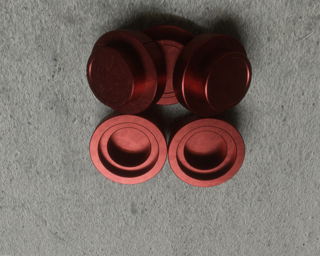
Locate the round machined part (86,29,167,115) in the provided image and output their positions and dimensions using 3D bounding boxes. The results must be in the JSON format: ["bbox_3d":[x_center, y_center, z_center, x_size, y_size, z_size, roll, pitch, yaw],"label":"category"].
[{"bbox_3d":[-0.045,-0.061,0.353,0.098,0.042,0.097,14,118,30],"label":"round machined part"}]

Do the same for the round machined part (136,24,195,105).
[{"bbox_3d":[0.006,-0.074,0.374,0.099,0.042,0.097,0,110,-1],"label":"round machined part"}]

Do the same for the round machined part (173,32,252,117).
[{"bbox_3d":[0.067,-0.058,0.358,0.099,0.042,0.097,-15,120,-28],"label":"round machined part"}]

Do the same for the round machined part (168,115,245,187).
[{"bbox_3d":[0.059,0.026,0.412,0.099,0.042,0.097,0,110,-1],"label":"round machined part"}]

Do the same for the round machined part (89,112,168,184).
[{"bbox_3d":[-0.040,0.022,0.409,0.099,0.042,0.097,0,110,-1],"label":"round machined part"}]
